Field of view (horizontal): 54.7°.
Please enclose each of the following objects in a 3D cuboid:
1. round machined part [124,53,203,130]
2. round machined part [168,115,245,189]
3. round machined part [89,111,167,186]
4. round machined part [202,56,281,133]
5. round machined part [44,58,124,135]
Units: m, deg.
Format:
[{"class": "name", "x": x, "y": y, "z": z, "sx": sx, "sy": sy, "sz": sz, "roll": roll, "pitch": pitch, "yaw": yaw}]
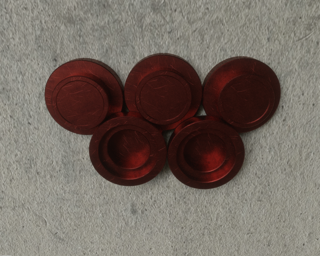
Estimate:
[{"class": "round machined part", "x": 0.004, "y": -0.042, "z": 0.387, "sx": 0.099, "sy": 0.042, "sz": 0.097, "roll": 0, "pitch": 110, "yaw": -1}, {"class": "round machined part", "x": 0.059, "y": 0.029, "z": 0.413, "sx": 0.099, "sy": 0.042, "sz": 0.097, "roll": 0, "pitch": 110, "yaw": -1}, {"class": "round machined part", "x": -0.040, "y": 0.024, "z": 0.410, "sx": 0.099, "sy": 0.042, "sz": 0.097, "roll": 0, "pitch": 110, "yaw": -1}, {"class": "round machined part", "x": 0.103, "y": -0.039, "z": 0.389, "sx": 0.099, "sy": 0.042, "sz": 0.097, "roll": 0, "pitch": 110, "yaw": -1}, {"class": "round machined part", "x": -0.095, "y": -0.036, "z": 0.387, "sx": 0.099, "sy": 0.042, "sz": 0.097, "roll": 0, "pitch": 110, "yaw": -1}]
